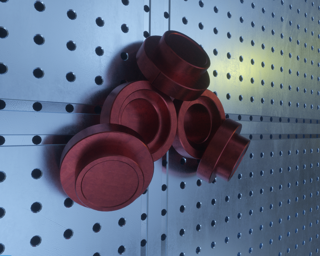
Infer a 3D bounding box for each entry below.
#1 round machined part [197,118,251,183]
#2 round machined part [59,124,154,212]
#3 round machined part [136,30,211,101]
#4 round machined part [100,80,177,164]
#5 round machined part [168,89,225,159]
[{"bbox_3d":[0.096,0.038,0.446,0.098,0.042,0.098,-50,158,-29],"label":"round machined part"},{"bbox_3d":[-0.054,0.048,0.324,0.099,0.042,0.097,-6,116,-13],"label":"round machined part"},{"bbox_3d":[0.023,-0.083,0.386,0.099,0.042,0.098,23,40,-21],"label":"round machined part"},{"bbox_3d":[-0.029,-0.007,0.374,0.099,0.042,0.097,0,90,-40],"label":"round machined part"},{"bbox_3d":[0.046,-0.006,0.439,0.099,0.042,0.097,0,90,-40],"label":"round machined part"}]
